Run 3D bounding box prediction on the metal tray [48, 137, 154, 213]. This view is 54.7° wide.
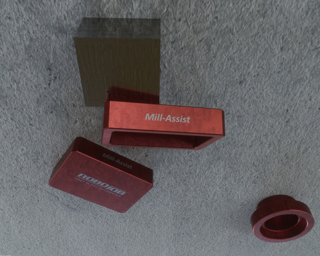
[{"bbox_3d":[-0.087,0.075,0.467,0.131,0.030,0.090,28,125,-22],"label":"metal tray"}]

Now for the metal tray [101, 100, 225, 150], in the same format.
[{"bbox_3d":[-0.001,0.001,0.365,0.131,0.030,0.090,4,165,-12],"label":"metal tray"}]

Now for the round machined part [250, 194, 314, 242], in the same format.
[{"bbox_3d":[0.203,0.150,0.526,0.099,0.042,0.097,0,130,0],"label":"round machined part"}]

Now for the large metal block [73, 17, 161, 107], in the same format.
[{"bbox_3d":[-0.040,-0.069,0.331,0.081,0.050,0.079,1,130,-1],"label":"large metal block"}]
